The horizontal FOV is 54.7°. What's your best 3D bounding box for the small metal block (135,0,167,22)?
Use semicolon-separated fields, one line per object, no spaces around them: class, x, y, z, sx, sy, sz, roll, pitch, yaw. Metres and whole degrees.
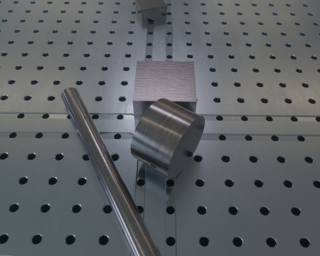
small metal block;-0.018;-0.236;0.606;0.050;0.025;0.050;-14;51;-12

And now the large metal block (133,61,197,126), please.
large metal block;0.007;-0.048;0.432;0.081;0.050;0.080;1;50;0

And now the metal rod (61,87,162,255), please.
metal rod;-0.061;0.053;0.362;0.025;0.025;0.300;-22;53;-17

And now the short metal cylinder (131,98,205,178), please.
short metal cylinder;0.011;0.012;0.362;0.050;0.080;0.080;28;55;21
